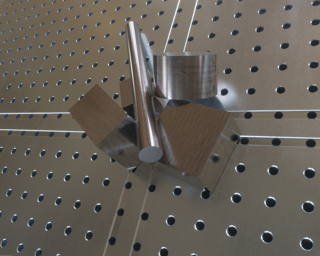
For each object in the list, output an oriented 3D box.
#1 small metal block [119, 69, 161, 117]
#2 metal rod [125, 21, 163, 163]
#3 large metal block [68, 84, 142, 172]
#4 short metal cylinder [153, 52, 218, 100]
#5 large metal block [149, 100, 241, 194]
[{"bbox_3d":[-0.030,-0.051,0.454,0.050,0.025,0.050,-22,54,14],"label":"small metal block"},{"bbox_3d":[-0.029,-0.073,0.428,0.025,0.025,0.300,-25,41,13],"label":"metal rod"},{"bbox_3d":[-0.060,0.000,0.402,0.050,0.080,0.080,-45,51,-3],"label":"large metal block"},{"bbox_3d":[0.032,-0.068,0.388,0.080,0.081,0.050,9,110,32],"label":"short metal cylinder"},{"bbox_3d":[0.036,0.018,0.361,0.080,0.050,0.080,19,72,35],"label":"large metal block"}]
